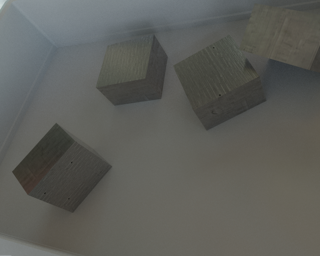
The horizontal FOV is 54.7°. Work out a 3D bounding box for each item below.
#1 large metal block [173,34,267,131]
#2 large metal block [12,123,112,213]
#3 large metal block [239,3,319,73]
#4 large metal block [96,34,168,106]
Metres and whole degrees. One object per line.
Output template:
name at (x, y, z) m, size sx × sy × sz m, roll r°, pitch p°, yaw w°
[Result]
large metal block at (0.073, -0.056, 0.386) m, size 0.080 × 0.050 × 0.080 m, roll -28°, pitch 52°, yaw 11°
large metal block at (-0.124, 0.053, 0.403) m, size 0.050 × 0.080 × 0.080 m, roll 34°, pitch 81°, yaw 38°
large metal block at (0.149, -0.096, 0.342) m, size 0.080 × 0.081 × 0.050 m, roll 30°, pitch 113°, yaw 37°
large metal block at (-0.040, -0.085, 0.463) m, size 0.080 × 0.050 × 0.080 m, roll -6°, pitch 59°, yaw 25°
